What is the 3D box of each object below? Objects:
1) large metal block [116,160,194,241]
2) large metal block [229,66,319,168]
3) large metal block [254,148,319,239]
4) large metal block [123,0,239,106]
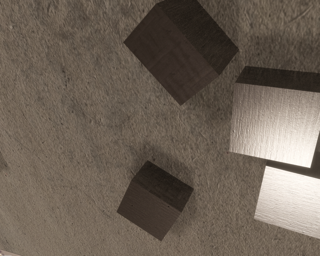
[{"bbox_3d":[-0.008,0.108,0.461,0.080,0.050,0.079,31,128,7],"label":"large metal block"},{"bbox_3d":[0.120,-0.014,0.319,0.080,0.050,0.079,11,123,22],"label":"large metal block"},{"bbox_3d":[0.158,0.070,0.351,0.080,0.050,0.079,13,124,20],"label":"large metal block"},{"bbox_3d":[0.025,-0.081,0.307,0.080,0.080,0.050,48,129,-6],"label":"large metal block"}]
